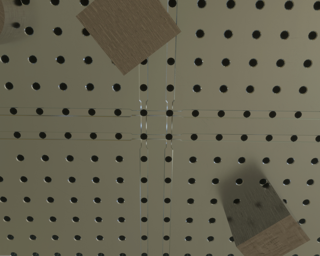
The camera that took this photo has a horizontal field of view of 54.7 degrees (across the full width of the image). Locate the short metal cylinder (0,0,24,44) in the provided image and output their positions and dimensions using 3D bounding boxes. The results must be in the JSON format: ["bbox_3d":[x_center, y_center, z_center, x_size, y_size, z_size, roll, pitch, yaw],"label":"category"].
[{"bbox_3d":[-0.204,-0.132,0.349,0.081,0.050,0.079,0,110,0],"label":"short metal cylinder"}]

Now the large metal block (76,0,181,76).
[{"bbox_3d":[-0.033,-0.120,0.355,0.080,0.050,0.080,-35,107,12],"label":"large metal block"}]

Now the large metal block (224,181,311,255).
[{"bbox_3d":[0.145,0.134,0.435,0.080,0.080,0.050,-36,106,12],"label":"large metal block"}]
